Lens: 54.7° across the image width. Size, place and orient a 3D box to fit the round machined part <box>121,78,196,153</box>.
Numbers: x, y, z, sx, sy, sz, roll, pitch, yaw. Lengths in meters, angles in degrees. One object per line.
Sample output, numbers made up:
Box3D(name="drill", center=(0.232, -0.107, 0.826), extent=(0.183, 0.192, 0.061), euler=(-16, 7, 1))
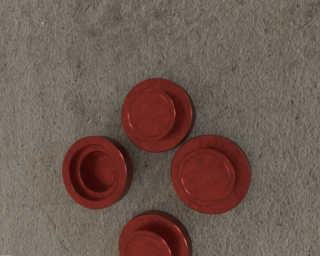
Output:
Box3D(name="round machined part", center=(-0.007, -0.017, 0.402), extent=(0.098, 0.042, 0.097), euler=(0, 90, 20))

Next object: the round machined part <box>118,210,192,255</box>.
Box3D(name="round machined part", center=(-0.011, 0.161, 0.404), extent=(0.098, 0.042, 0.097), euler=(0, 90, 20))

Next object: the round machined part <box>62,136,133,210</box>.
Box3D(name="round machined part", center=(-0.081, 0.059, 0.429), extent=(0.098, 0.042, 0.097), euler=(0, 90, 20))

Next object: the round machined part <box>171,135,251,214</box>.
Box3D(name="round machined part", center=(0.060, 0.057, 0.379), extent=(0.098, 0.042, 0.097), euler=(0, 90, 20))
